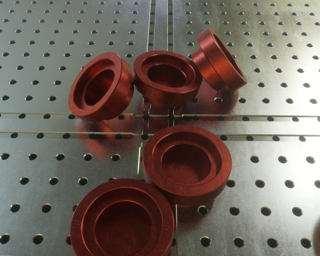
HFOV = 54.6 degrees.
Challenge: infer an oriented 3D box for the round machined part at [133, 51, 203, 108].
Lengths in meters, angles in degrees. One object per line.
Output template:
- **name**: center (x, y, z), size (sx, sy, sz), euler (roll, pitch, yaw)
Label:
- **round machined part**: center (0.008, -0.066, 0.445), size (0.099, 0.042, 0.098), euler (8, 45, -8)

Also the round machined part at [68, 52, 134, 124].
- **round machined part**: center (-0.074, -0.050, 0.418), size (0.098, 0.042, 0.098), euler (-20, 54, 30)

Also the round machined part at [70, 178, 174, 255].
- **round machined part**: center (-0.036, 0.103, 0.310), size (0.099, 0.042, 0.098), euler (0, 50, 0)

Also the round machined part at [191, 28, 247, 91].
- **round machined part**: center (0.082, -0.094, 0.453), size (0.042, 0.098, 0.098), euler (-34, 47, 23)

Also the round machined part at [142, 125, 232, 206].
- **round machined part**: center (0.029, 0.046, 0.356), size (0.099, 0.042, 0.098), euler (1, 47, -1)
